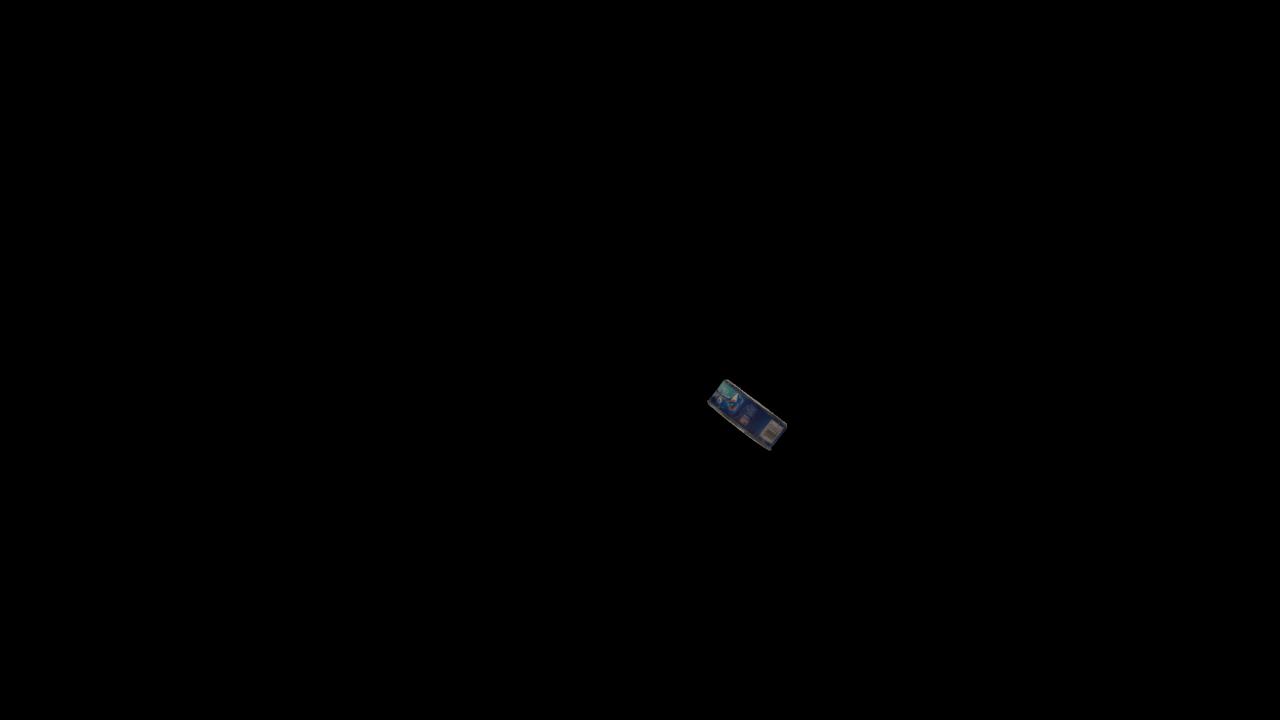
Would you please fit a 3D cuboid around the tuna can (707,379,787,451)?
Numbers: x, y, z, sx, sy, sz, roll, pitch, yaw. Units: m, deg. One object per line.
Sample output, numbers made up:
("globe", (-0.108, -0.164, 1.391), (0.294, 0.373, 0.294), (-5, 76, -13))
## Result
("tuna can", (0.114, 0.057, 0.651), (0.084, 0.034, 0.084), (37, 4, -3))
